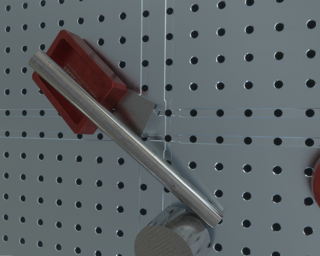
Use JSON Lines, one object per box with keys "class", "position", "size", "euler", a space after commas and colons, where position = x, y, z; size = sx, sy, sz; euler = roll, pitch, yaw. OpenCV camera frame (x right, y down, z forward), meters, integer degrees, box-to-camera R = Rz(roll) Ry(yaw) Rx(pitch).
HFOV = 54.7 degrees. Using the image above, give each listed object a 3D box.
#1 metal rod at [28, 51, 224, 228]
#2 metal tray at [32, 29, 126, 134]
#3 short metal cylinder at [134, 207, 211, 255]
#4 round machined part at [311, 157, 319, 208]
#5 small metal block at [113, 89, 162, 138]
{"class": "metal rod", "position": [-0.040, 0.015, 0.384], "size": [0.300, 0.025, 0.025], "euler": [42, 104, -1]}
{"class": "metal tray", "position": [-0.117, -0.064, 0.435], "size": [0.130, 0.030, 0.090], "euler": [47, 108, 23]}
{"class": "short metal cylinder", "position": [0.016, 0.146, 0.383], "size": [0.080, 0.050, 0.079], "euler": [7, 105, 27]}
{"class": "round machined part", "position": [0.214, 0.060, 0.328], "size": [0.098, 0.042, 0.097], "euler": [0, 90, 19]}
{"class": "small metal block", "position": [-0.033, -0.020, 0.423], "size": [0.050, 0.025, 0.050], "euler": [28, 99, 17]}
